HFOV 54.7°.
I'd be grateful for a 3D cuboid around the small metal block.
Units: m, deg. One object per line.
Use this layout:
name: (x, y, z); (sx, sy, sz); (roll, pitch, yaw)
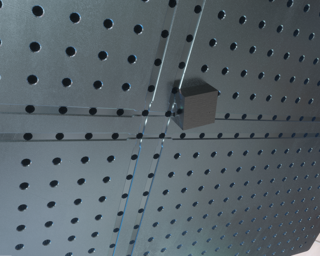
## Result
small metal block: (0.049, -0.029, 0.422); (0.050, 0.025, 0.050); (-13, 124, -22)
